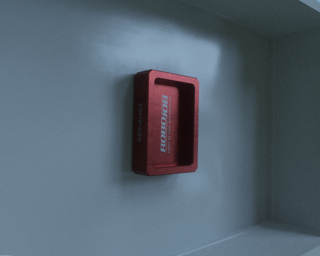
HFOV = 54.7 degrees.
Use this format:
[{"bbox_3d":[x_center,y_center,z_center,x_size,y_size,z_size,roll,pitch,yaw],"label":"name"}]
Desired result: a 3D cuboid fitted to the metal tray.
[{"bbox_3d":[0.010,-0.005,0.409,0.091,0.030,0.129,2,88,-41],"label":"metal tray"}]
